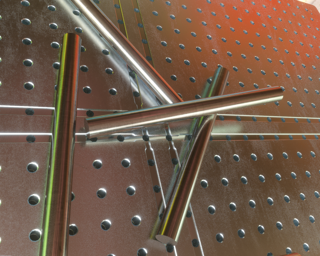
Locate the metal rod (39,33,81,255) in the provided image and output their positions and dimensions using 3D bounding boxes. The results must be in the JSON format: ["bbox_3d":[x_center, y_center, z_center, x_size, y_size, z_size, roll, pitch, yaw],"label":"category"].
[{"bbox_3d":[-0.107,0.011,0.344,0.025,0.025,0.299,9,58,-24],"label":"metal rod"}]

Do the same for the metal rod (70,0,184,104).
[{"bbox_3d":[-0.071,-0.138,0.455,0.300,0.025,0.025,48,51,5],"label":"metal rod"}]

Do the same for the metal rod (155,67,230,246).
[{"bbox_3d":[0.056,0.015,0.430,0.025,0.025,0.301,31,51,-9],"label":"metal rod"}]

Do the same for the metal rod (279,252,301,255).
[{"bbox_3d":[0.043,0.170,0.329,0.303,0.025,0.025,2,61,-28],"label":"metal rod"}]

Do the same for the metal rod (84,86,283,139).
[{"bbox_3d":[0.049,-0.027,0.425,0.303,0.025,0.025,-11,68,-24],"label":"metal rod"}]
